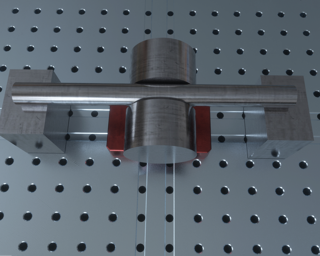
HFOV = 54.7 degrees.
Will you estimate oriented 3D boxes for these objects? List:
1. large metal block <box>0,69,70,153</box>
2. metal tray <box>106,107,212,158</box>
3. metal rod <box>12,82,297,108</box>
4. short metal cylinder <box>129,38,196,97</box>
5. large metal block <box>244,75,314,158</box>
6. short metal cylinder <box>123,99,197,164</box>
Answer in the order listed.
[{"bbox_3d":[-0.151,-0.018,0.387,0.050,0.080,0.080,1,70,0],"label":"large metal block"},{"bbox_3d":[0.000,-0.008,0.412,0.131,0.030,0.090,1,70,0],"label":"metal tray"},{"bbox_3d":[-0.006,-0.036,0.339,0.302,0.025,0.025,1,70,0],"label":"metal rod"},{"bbox_3d":[0.003,-0.064,0.374,0.080,0.080,0.050,1,70,0],"label":"short metal cylinder"},{"bbox_3d":[0.142,-0.011,0.386,0.050,0.080,0.080,1,70,0],"label":"large metal block"},{"bbox_3d":[0.001,0.007,0.348,0.080,0.080,0.050,1,70,0],"label":"short metal cylinder"}]
